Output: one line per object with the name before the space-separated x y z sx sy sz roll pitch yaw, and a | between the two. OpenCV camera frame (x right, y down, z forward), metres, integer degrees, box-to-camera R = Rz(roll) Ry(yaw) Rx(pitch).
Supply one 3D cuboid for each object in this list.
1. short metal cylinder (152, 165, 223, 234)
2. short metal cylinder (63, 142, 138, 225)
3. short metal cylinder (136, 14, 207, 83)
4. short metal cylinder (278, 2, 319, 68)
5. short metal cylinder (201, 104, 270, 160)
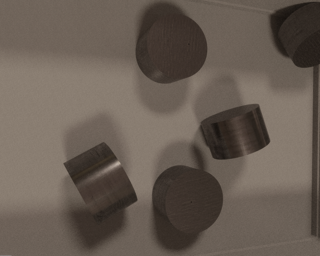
short metal cylinder | 0.036 0.092 0.412 0.081 0.050 0.079 0 90 -20
short metal cylinder | -0.069 0.063 0.357 0.050 0.080 0.080 -29 100 -18
short metal cylinder | 0.014 -0.101 0.403 0.081 0.050 0.079 0 90 -21
short metal cylinder | 0.225 -0.136 0.459 0.081 0.080 0.050 -2 55 -20
short metal cylinder | 0.102 0.004 0.420 0.081 0.080 0.050 -22 98 -19
